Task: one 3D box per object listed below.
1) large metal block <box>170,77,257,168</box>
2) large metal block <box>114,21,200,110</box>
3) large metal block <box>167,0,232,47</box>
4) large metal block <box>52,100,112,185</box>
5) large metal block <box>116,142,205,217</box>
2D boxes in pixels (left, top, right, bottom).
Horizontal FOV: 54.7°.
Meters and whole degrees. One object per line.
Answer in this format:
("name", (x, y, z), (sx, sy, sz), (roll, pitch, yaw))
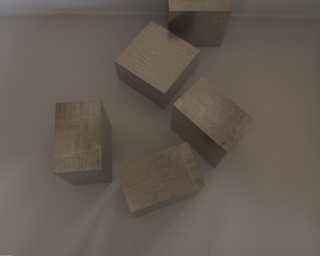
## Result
("large metal block", (0.061, -0.003, 0.382), (0.080, 0.080, 0.050), (43, 75, 13))
("large metal block", (-0.003, -0.086, 0.428), (0.080, 0.050, 0.080), (35, 73, 11))
("large metal block", (0.051, -0.159, 0.439), (0.081, 0.080, 0.050), (-1, 70, -1))
("large metal block", (-0.089, 0.021, 0.372), (0.050, 0.080, 0.080), (-4, 70, -2))
("large metal block", (0.000, 0.063, 0.357), (0.081, 0.080, 0.050), (-19, 71, -7))
